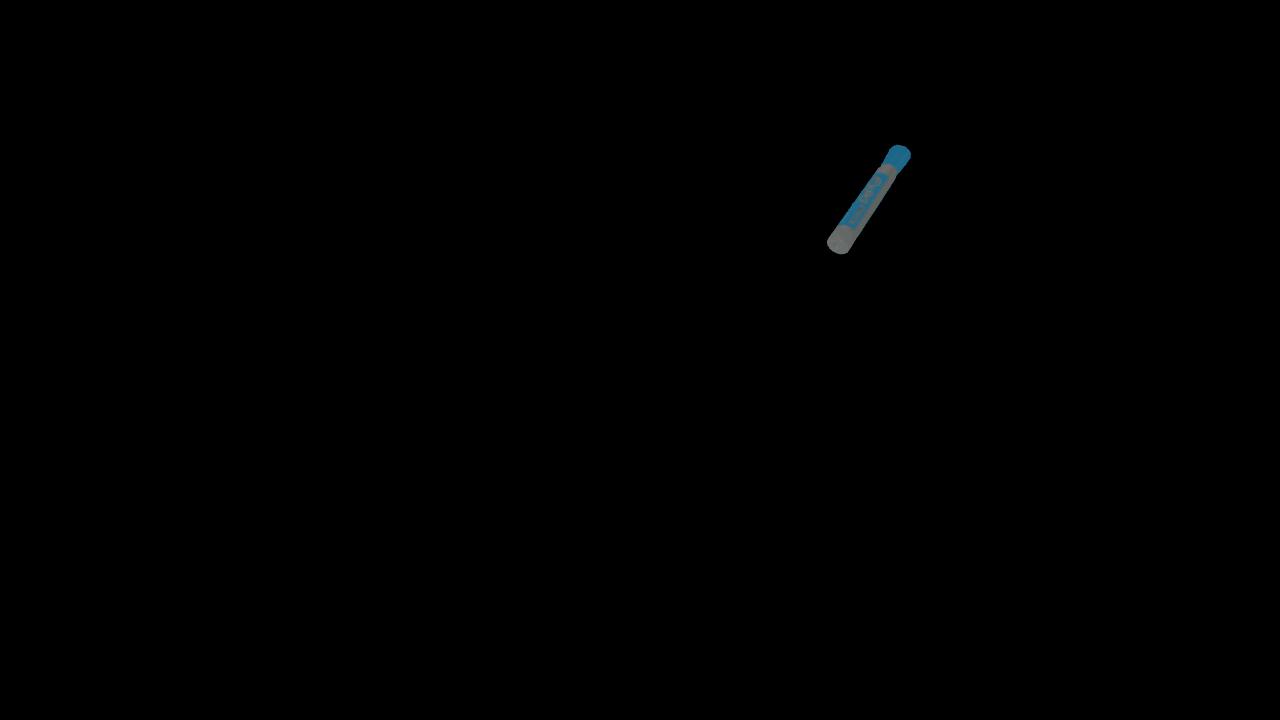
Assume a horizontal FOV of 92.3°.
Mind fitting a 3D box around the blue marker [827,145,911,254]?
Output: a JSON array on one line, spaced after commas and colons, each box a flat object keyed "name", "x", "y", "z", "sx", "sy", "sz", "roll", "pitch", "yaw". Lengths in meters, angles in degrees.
[{"name": "blue marker", "x": 0.191, "y": -0.135, "z": 0.507, "sx": 0.020, "sy": 0.121, "sz": 0.020, "roll": 33, "pitch": -20, "yaw": 14}]
